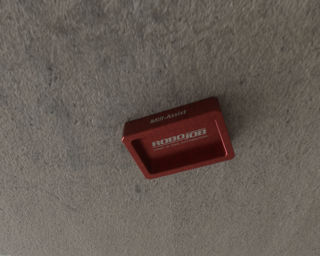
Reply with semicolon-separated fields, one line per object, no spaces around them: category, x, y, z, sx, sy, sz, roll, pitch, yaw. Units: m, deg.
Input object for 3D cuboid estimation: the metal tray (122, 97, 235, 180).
metal tray;0.026;0.018;0.418;0.130;0.030;0.090;-16;129;13
